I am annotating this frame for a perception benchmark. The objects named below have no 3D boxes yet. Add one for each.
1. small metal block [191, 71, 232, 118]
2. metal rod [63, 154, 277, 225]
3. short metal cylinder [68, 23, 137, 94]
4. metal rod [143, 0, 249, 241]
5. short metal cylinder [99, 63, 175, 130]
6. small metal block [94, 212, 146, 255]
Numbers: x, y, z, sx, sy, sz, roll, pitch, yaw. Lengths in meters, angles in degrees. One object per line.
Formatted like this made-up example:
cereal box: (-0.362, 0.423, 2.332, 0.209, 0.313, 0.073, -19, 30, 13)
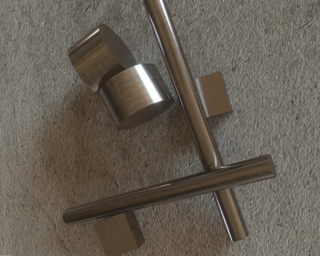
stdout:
small metal block: (0.059, -0.038, 0.388, 0.050, 0.025, 0.050, -16, 85, 19)
metal rod: (-0.010, 0.084, 0.385, 0.300, 0.025, 0.025, -20, 83, 28)
short metal cylinder: (-0.071, -0.088, 0.405, 0.050, 0.080, 0.080, -32, 80, 17)
metal rod: (0.044, -0.009, 0.367, 0.025, 0.025, 0.299, -19, 94, 19)
short metal cylinder: (-0.029, -0.038, 0.390, 0.080, 0.080, 0.050, -30, 80, 17)
small metal block: (-0.056, 0.145, 0.429, 0.050, 0.025, 0.050, -26, 82, 18)
